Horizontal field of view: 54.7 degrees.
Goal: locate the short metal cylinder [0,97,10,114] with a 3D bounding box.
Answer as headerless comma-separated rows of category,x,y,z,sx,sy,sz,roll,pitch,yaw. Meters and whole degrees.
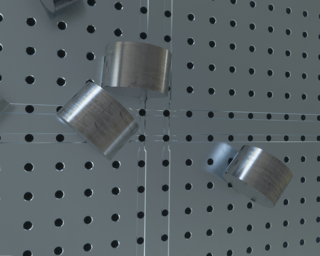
short metal cylinder,-0.202,-0.031,0.309,0.080,0.080,0.050,41,77,-16

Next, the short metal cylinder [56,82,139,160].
short metal cylinder,-0.071,-0.007,0.358,0.080,0.080,0.050,45,76,-15

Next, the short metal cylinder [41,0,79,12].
short metal cylinder,-0.117,-0.177,0.340,0.050,0.080,0.080,-35,102,-17

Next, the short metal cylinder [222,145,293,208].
short metal cylinder,0.136,0.068,0.436,0.080,0.080,0.050,41,77,-16

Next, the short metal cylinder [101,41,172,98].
short metal cylinder,-0.028,-0.067,0.374,0.081,0.080,0.050,6,88,-20
